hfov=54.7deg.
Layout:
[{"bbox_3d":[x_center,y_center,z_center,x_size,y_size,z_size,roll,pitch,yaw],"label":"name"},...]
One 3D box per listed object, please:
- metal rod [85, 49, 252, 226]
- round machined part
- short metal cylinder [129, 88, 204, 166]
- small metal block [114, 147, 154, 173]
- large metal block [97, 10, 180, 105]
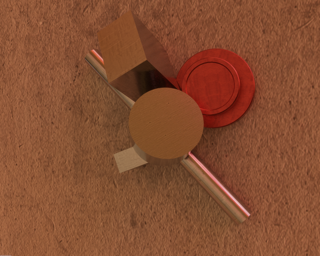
[{"bbox_3d":[0.002,0.003,0.409,0.025,0.025,0.300,-47,76,14],"label":"metal rod"},{"bbox_3d":[0.064,-0.048,0.377,0.098,0.042,0.097,0,90,19],"label":"round machined part"},{"bbox_3d":[0.005,0.000,0.355,0.081,0.050,0.080,1,74,-4],"label":"short metal cylinder"},{"bbox_3d":[-0.024,0.036,0.405,0.050,0.050,0.025,-22,82,18],"label":"small metal block"},{"bbox_3d":[-0.025,-0.079,0.378,0.050,0.080,0.080,-28,59,19],"label":"large metal block"}]
